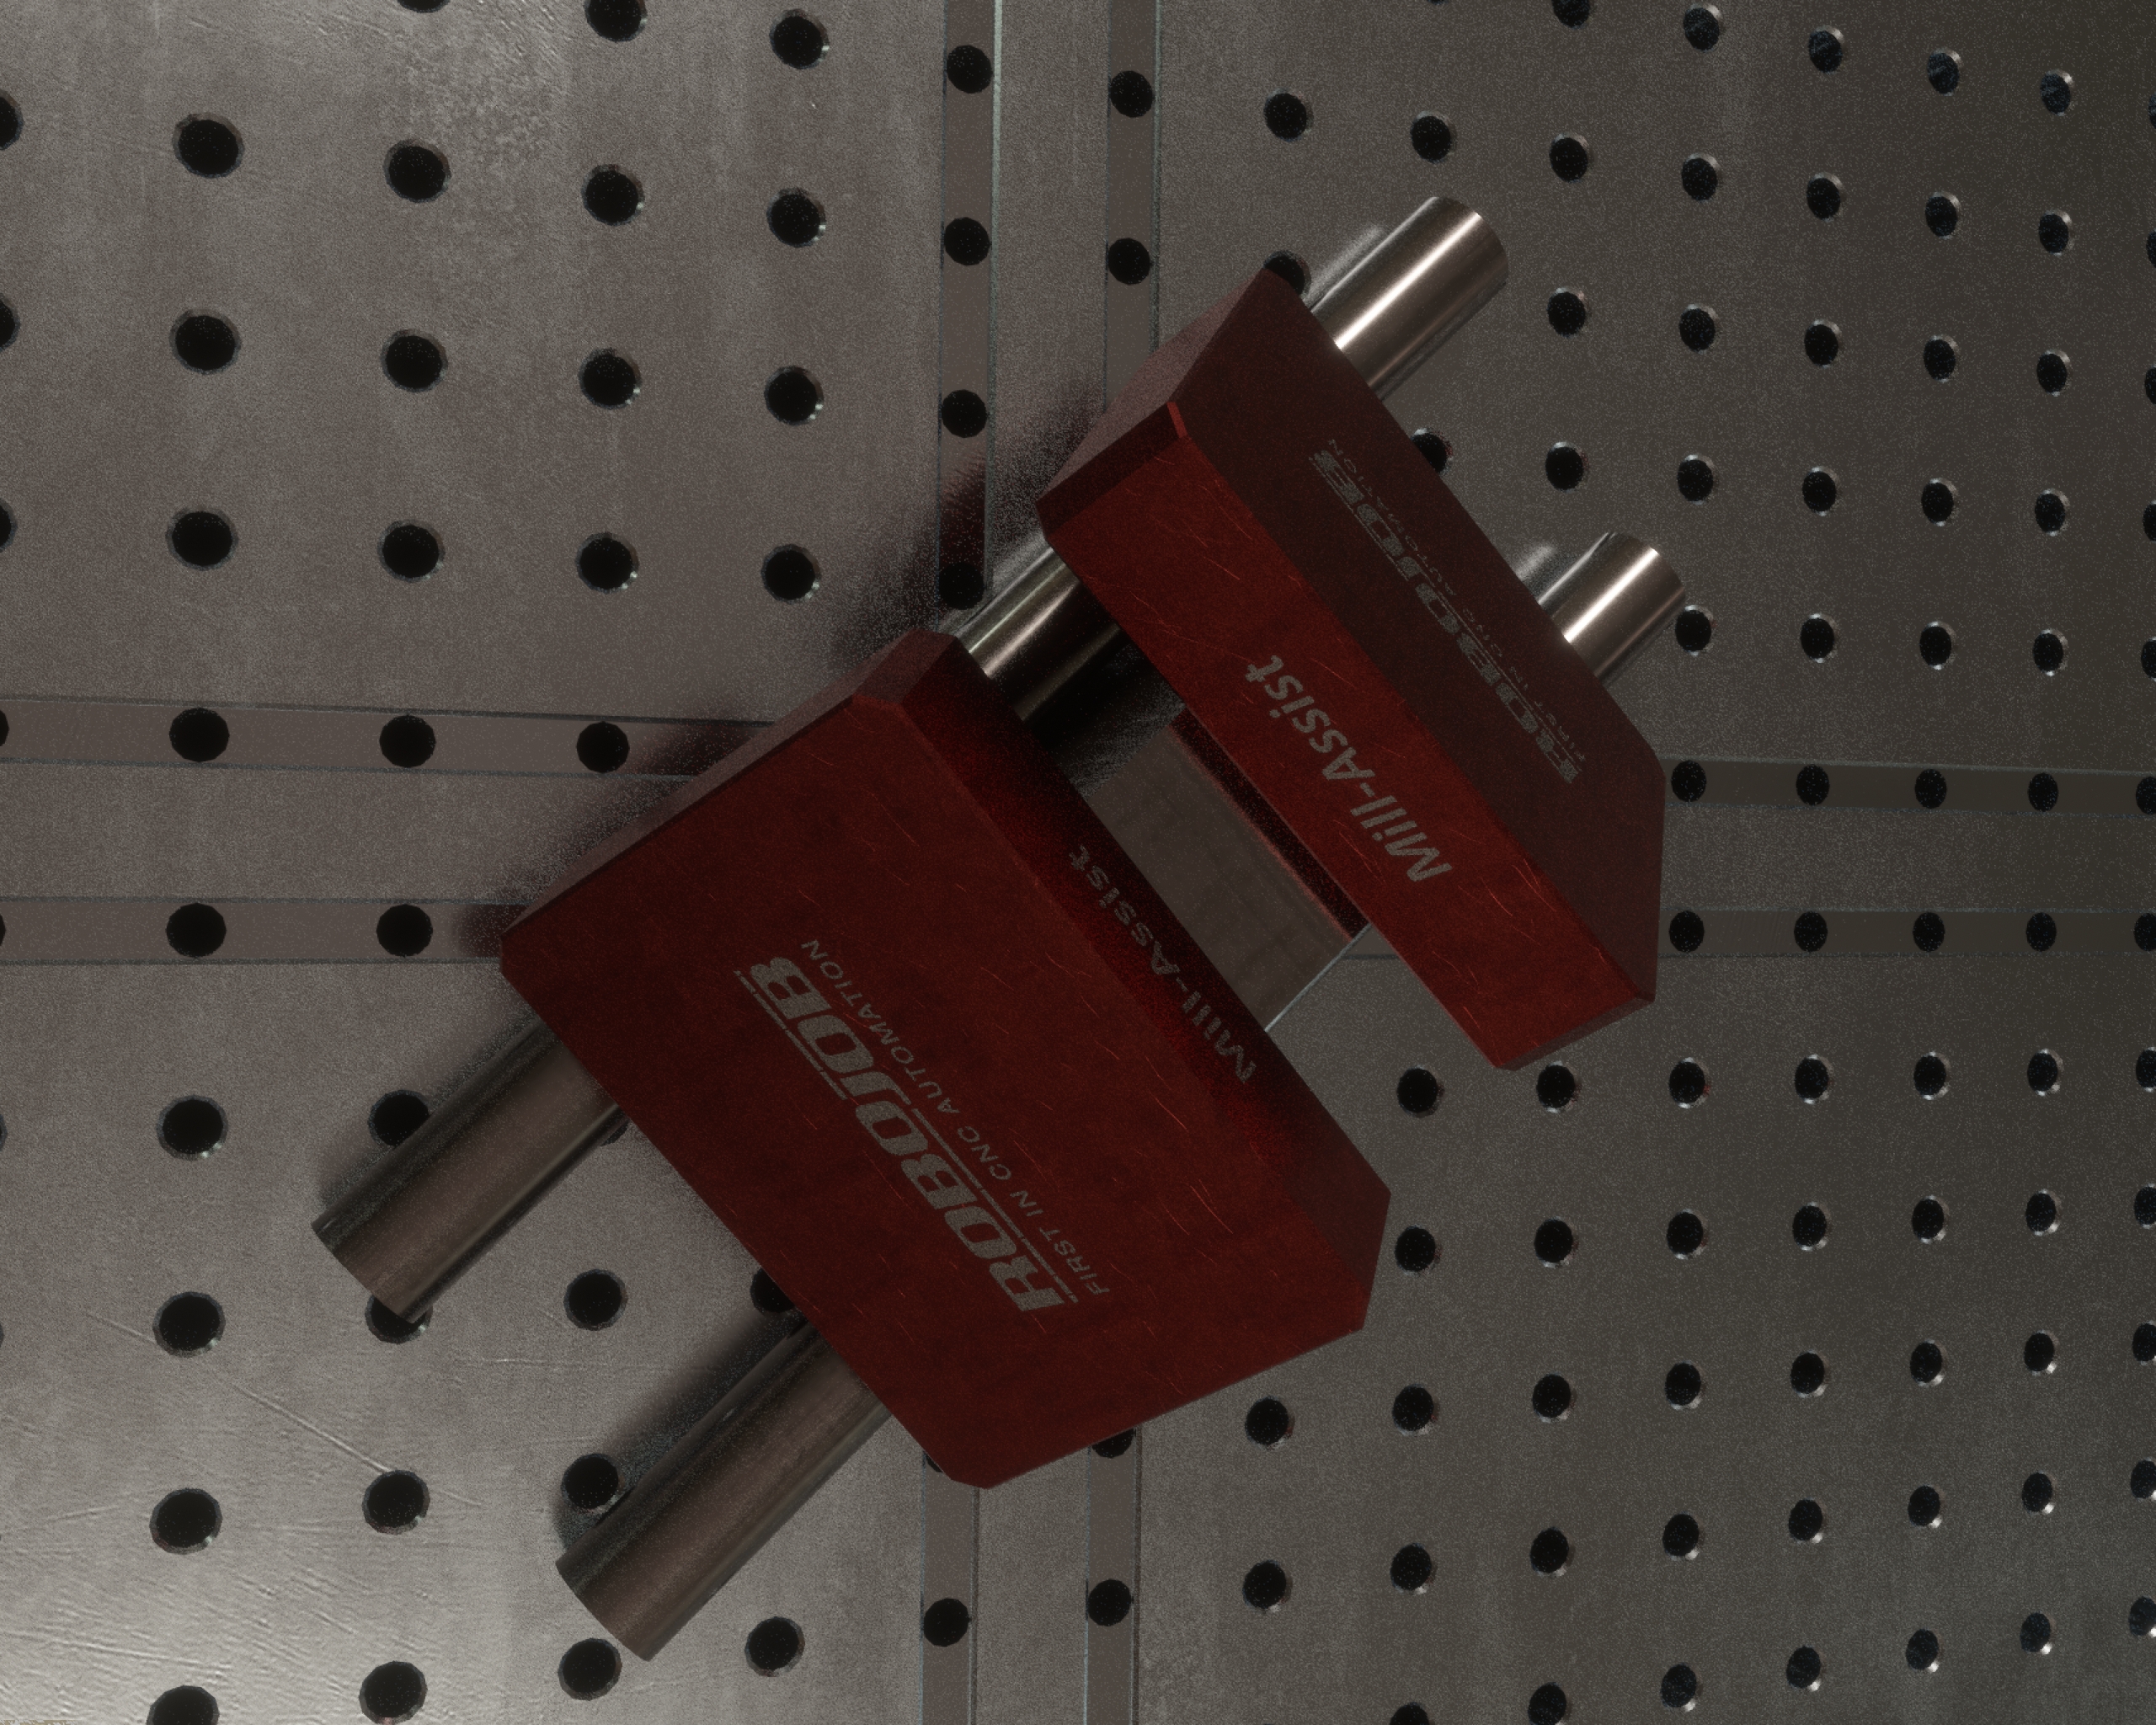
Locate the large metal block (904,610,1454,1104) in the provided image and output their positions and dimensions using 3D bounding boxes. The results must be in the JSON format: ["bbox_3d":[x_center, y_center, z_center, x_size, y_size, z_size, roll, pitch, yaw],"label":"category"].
[{"bbox_3d":[0.014,-0.002,0.389,0.080,0.080,0.050,-44,104,-15],"label":"large metal block"}]

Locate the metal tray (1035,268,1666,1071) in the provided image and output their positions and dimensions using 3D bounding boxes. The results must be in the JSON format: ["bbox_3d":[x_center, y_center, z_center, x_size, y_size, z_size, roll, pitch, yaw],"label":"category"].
[{"bbox_3d":[0.055,-0.037,0.376,0.130,0.030,0.090,49,31,-14],"label":"metal tray"}]

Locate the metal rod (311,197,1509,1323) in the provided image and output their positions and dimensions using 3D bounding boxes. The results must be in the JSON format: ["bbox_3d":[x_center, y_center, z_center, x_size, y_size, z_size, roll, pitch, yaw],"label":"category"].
[{"bbox_3d":[-0.022,-0.029,0.406,0.301,0.025,0.025,-44,104,-15],"label":"metal rod"}]

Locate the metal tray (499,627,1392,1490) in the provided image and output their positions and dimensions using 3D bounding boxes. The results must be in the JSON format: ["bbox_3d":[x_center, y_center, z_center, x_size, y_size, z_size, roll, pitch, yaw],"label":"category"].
[{"bbox_3d":[-0.021,0.037,0.348,0.090,0.030,0.130,-31,105,27],"label":"metal tray"}]

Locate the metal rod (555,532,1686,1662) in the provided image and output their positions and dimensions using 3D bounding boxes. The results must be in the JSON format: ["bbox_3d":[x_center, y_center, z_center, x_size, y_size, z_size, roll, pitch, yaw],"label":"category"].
[{"bbox_3d":[0.018,0.037,0.421,0.301,0.025,0.025,-44,104,-15],"label":"metal rod"}]
